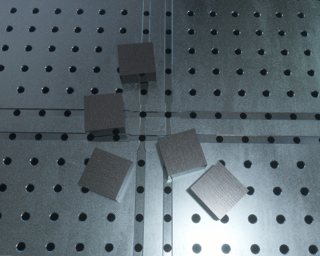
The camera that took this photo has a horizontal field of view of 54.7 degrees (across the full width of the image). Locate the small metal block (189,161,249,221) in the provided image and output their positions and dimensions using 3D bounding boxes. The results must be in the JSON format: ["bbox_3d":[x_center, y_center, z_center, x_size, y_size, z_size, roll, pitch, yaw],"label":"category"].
[{"bbox_3d":[0.072,0.078,0.384,0.050,0.025,0.050,-41,75,-14],"label":"small metal block"}]

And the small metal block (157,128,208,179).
[{"bbox_3d":[0.028,0.033,0.400,0.050,0.025,0.050,-15,71,-6],"label":"small metal block"}]

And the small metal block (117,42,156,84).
[{"bbox_3d":[-0.033,-0.094,0.446,0.050,0.025,0.050,-6,70,-3],"label":"small metal block"}]

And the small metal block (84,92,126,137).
[{"bbox_3d":[-0.074,-0.018,0.417,0.050,0.025,0.050,-6,70,-3],"label":"small metal block"}]

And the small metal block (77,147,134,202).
[{"bbox_3d":[-0.067,0.059,0.390,0.050,0.025,0.050,20,71,7],"label":"small metal block"}]
